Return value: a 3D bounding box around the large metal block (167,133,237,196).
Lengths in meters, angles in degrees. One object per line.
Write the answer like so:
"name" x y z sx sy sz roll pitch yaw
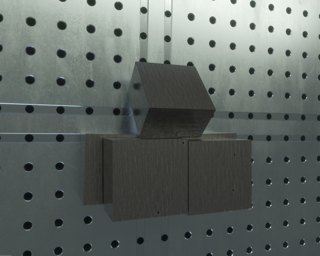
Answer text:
"large metal block" 0.056 0.047 0.421 0.081 0.050 0.079 -1 91 -20

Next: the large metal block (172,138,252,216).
"large metal block" 0.060 0.053 0.367 0.081 0.050 0.079 0 90 -21

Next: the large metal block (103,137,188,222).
"large metal block" -0.017 0.051 0.338 0.081 0.050 0.079 0 90 -21

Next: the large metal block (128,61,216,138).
"large metal block" 0.011 -0.034 0.382 0.081 0.050 0.080 0 48 -21

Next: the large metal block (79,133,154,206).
"large metal block" -0.055 0.047 0.380 0.081 0.050 0.079 2 90 -21
